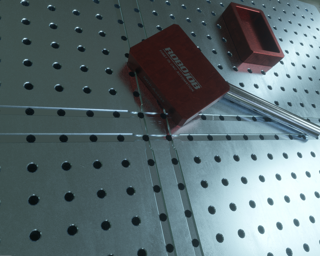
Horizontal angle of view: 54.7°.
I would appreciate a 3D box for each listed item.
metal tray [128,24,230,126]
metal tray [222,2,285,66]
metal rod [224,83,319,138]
[{"bbox_3d":[0.026,-0.079,0.451,0.090,0.030,0.130,-35,81,-19],"label":"metal tray"},{"bbox_3d":[0.186,-0.188,0.623,0.091,0.030,0.130,1,61,-28],"label":"metal tray"},{"bbox_3d":[0.146,-0.047,0.517,0.302,0.025,0.025,22,54,-16],"label":"metal rod"}]
